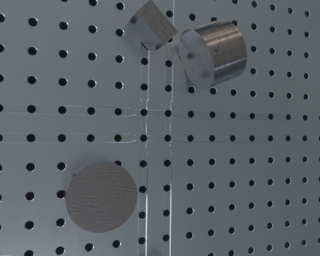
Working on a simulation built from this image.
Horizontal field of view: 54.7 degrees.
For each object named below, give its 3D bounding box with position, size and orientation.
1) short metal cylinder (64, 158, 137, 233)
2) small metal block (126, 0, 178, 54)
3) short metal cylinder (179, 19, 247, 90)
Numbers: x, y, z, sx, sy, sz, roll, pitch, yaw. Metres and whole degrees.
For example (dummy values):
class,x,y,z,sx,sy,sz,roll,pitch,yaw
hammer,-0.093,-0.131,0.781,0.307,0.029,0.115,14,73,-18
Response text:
class,x,y,z,sx,sy,sz,roll,pitch,yaw
short metal cylinder,-0.073,0.078,0.373,0.081,0.050,0.079,0,90,-20
small metal block,-0.011,-0.128,0.395,0.050,0.050,0.025,46,76,-14
short metal cylinder,0.068,-0.097,0.409,0.050,0.080,0.080,-23,98,-18
